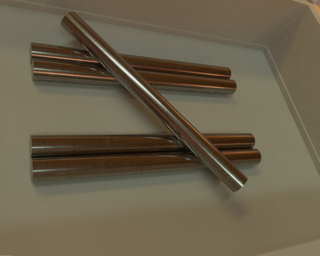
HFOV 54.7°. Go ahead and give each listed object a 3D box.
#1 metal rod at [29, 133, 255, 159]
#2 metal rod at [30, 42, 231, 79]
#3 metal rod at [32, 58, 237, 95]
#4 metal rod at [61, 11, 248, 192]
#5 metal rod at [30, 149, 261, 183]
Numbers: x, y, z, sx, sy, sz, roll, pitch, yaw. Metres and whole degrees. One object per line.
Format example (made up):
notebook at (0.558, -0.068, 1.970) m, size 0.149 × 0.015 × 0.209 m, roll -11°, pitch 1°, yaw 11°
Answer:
metal rod at (0.000, 0.020, 0.391) m, size 0.303 × 0.025 × 0.025 m, roll 0°, pitch 62°, yaw -28°
metal rod at (-0.023, -0.090, 0.446) m, size 0.303 × 0.025 × 0.025 m, roll 0°, pitch 62°, yaw -28°
metal rod at (-0.017, -0.068, 0.436) m, size 0.303 × 0.025 × 0.025 m, roll 0°, pitch 62°, yaw -28°
metal rod at (-0.009, -0.034, 0.388) m, size 0.300 × 0.025 × 0.025 m, roll 44°, pitch 51°, yaw 2°
metal rod at (0.005, 0.042, 0.380) m, size 0.303 × 0.025 × 0.025 m, roll 0°, pitch 62°, yaw -28°
